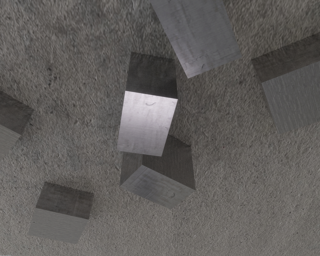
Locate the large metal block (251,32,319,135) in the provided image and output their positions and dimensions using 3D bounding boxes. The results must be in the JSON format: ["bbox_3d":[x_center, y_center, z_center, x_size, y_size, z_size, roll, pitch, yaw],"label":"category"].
[{"bbox_3d":[0.158,-0.049,0.350,0.080,0.050,0.080,-21,127,16],"label":"large metal block"}]

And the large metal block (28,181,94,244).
[{"bbox_3d":[-0.163,0.141,0.509,0.081,0.050,0.079,18,128,-15],"label":"large metal block"}]

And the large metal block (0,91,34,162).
[{"bbox_3d":[-0.220,-0.005,0.384,0.080,0.050,0.080,34,122,-25],"label":"large metal block"}]

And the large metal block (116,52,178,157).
[{"bbox_3d":[-0.015,-0.027,0.348,0.050,0.080,0.079,9,130,-7],"label":"large metal block"}]

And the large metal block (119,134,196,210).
[{"bbox_3d":[-0.003,0.049,0.413,0.080,0.080,0.050,29,124,-23],"label":"large metal block"}]

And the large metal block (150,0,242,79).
[{"bbox_3d":[0.031,-0.106,0.281,0.050,0.080,0.080,-20,127,16],"label":"large metal block"}]
